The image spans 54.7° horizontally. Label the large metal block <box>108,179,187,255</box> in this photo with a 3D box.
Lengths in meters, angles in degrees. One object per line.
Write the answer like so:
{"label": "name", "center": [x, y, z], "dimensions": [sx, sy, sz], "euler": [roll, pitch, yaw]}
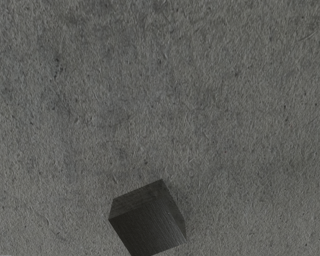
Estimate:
{"label": "large metal block", "center": [-0.016, 0.132, 0.445], "dimensions": [0.080, 0.050, 0.080], "euler": [-24, 109, 8]}
